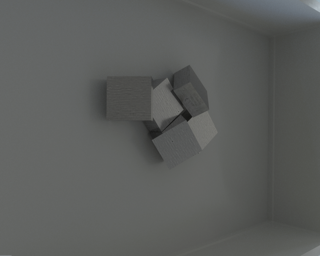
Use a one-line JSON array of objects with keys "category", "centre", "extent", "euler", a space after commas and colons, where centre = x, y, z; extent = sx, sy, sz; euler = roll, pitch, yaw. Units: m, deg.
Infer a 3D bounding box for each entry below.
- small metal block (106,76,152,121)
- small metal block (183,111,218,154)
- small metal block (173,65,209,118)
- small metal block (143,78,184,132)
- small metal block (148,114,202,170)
[{"category": "small metal block", "centre": [-0.034, -0.033, 0.360], "extent": [0.050, 0.025, 0.050], "euler": [0, 89, 3]}, {"category": "small metal block", "centre": [0.052, 0.001, 0.450], "extent": [0.050, 0.025, 0.050], "euler": [-43, 117, -31]}, {"category": "small metal block", "centre": [0.043, -0.051, 0.428], "extent": [0.050, 0.025, 0.050], "euler": [51, 25, -28]}, {"category": "small metal block", "centre": [-0.002, -0.030, 0.404], "extent": [0.050, 0.025, 0.050], "euler": [-45, 118, -31]}, {"category": "small metal block", "centre": [0.020, 0.018, 0.408], "extent": [0.050, 0.025, 0.050], "euler": [-31, 113, -3]}]
